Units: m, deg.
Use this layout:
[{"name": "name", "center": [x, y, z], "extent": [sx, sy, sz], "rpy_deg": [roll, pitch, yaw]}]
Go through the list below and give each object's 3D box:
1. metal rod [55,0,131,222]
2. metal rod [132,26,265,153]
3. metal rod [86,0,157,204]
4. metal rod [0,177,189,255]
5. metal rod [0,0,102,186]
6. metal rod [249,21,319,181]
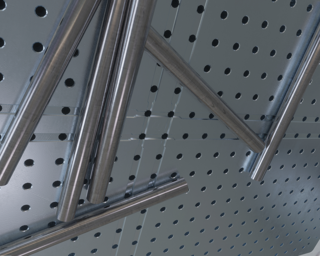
[{"name": "metal rod", "center": [-0.080, -0.014, 0.358], "extent": [0.025, 0.025, 0.298], "rpy_deg": [6, 116, -31]}, {"name": "metal rod", "center": [0.069, -0.039, 0.423], "extent": [0.025, 0.025, 0.301], "rpy_deg": [-49, 129, 6]}, {"name": "metal rod", "center": [-0.046, -0.029, 0.348], "extent": [0.025, 0.025, 0.298], "rpy_deg": [1, 124, -29]}, {"name": "metal rod", "center": [-0.098, 0.132, 0.438], "extent": [0.302, 0.025, 0.025], "rpy_deg": [-18, 126, -18]}, {"name": "metal rod", "center": [-0.105, -0.067, 0.311], "extent": [0.025, 0.025, 0.299], "rpy_deg": [22, 107, -36]}, {"name": "metal rod", "center": [0.212, -0.042, 0.499], "extent": [0.025, 0.025, 0.298], "rpy_deg": [3, 117, -30]}]
